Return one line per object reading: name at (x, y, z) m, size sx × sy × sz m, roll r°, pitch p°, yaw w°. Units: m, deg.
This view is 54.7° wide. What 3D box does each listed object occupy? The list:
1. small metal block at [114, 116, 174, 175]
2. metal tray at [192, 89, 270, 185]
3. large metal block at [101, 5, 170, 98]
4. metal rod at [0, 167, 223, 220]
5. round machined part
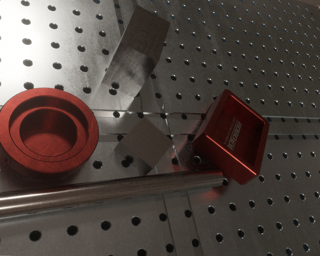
small metal block at (-0.019, 0.022, 0.386) m, size 0.050 × 0.025 × 0.050 m, roll 41°, pitch 51°, yaw 0°
metal tray at (0.107, 0.008, 0.445) m, size 0.090 × 0.030 × 0.131 m, roll 38°, pitch 41°, yaw -3°
large metal block at (-0.033, -0.102, 0.419) m, size 0.050 × 0.080 × 0.080 m, roll 24°, pitch 53°, yaw -14°
metal rod at (-0.056, 0.069, 0.336) m, size 0.303 × 0.025 × 0.025 m, roll -2°, pitch 63°, yaw -29°
round machined part at (-0.119, 0.009, 0.328) m, size 0.099 × 0.042 × 0.098 m, roll 14°, pitch 56°, yaw -21°
